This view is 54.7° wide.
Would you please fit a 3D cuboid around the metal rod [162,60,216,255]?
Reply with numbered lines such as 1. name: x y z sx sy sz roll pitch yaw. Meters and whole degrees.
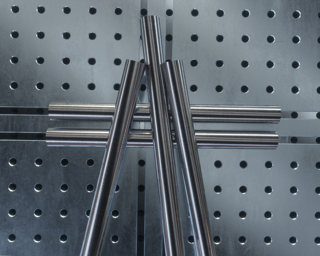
1. metal rod: 0.042 0.065 0.395 0.025 0.025 0.298 -11 97 0

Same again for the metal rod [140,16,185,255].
1. metal rod: 0.003 0.012 0.389 0.025 0.025 0.298 -6 90 0

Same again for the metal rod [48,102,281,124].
1. metal rod: 0.007 -0.020 0.414 0.302 0.025 0.025 1 90 -1

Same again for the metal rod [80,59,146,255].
1. metal rod: -0.066 0.063 0.394 0.025 0.025 0.298 14 97 -1

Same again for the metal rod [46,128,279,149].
1. metal rod: 0.003 0.014 0.414 0.302 0.025 0.025 1 90 -1
